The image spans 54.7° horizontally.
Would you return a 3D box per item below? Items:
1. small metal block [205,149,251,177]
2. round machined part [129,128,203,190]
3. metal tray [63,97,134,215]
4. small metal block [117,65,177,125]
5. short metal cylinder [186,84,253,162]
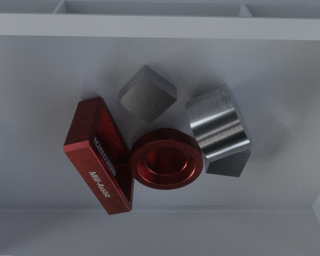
[{"bbox_3d":[0.095,0.042,0.444,0.050,0.025,0.050,8,129,-6],"label":"small metal block"},{"bbox_3d":[0.008,0.038,0.427,0.099,0.042,0.097,-1,130,0],"label":"round machined part"},{"bbox_3d":[-0.069,0.037,0.395,0.030,0.090,0.129,-13,129,11],"label":"metal tray"},{"bbox_3d":[-0.015,-0.039,0.373,0.050,0.025,0.050,34,123,-24],"label":"small metal block"},{"bbox_3d":[0.071,-0.006,0.367,0.050,0.080,0.080,-23,127,18],"label":"short metal cylinder"}]
